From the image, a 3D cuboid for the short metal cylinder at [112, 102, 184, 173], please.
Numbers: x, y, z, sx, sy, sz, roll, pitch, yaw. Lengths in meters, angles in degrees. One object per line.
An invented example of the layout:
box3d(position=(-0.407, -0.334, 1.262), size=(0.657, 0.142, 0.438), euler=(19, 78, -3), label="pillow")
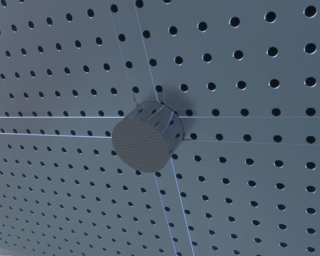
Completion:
box3d(position=(-0.016, 0.012, 0.408), size=(0.080, 0.050, 0.079), euler=(13, 124, 20), label="short metal cylinder")
